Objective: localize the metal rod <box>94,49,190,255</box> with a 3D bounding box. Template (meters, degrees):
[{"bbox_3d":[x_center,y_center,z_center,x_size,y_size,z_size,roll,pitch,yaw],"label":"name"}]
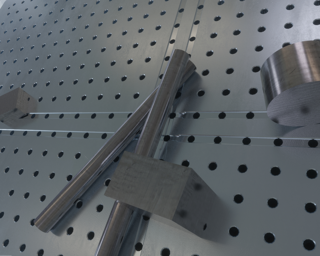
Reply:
[{"bbox_3d":[-0.021,0.036,0.380,0.025,0.025,0.299,10,72,32],"label":"metal rod"}]

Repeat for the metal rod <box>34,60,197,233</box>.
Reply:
[{"bbox_3d":[-0.057,0.019,0.426,0.300,0.025,0.025,-48,51,-6],"label":"metal rod"}]

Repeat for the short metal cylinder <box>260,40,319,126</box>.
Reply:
[{"bbox_3d":[0.149,-0.043,0.321,0.080,0.080,0.050,-12,57,22],"label":"short metal cylinder"}]

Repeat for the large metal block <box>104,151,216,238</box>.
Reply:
[{"bbox_3d":[0.003,0.071,0.328,0.080,0.080,0.050,11,67,32],"label":"large metal block"}]

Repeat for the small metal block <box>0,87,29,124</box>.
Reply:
[{"bbox_3d":[-0.276,-0.042,0.579,0.050,0.025,0.050,-21,54,15],"label":"small metal block"}]
